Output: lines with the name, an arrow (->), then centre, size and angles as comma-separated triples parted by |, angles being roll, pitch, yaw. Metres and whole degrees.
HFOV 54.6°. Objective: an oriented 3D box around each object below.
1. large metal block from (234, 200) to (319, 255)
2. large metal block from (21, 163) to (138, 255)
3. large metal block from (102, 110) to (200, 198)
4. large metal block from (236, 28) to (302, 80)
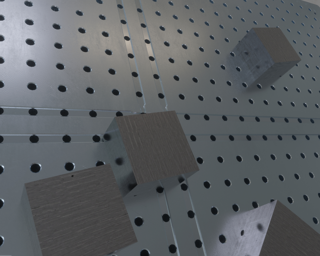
large metal block -> 0.146, 0.150, 0.379 | 0.080, 0.050, 0.080 | 40, 51, -2
large metal block -> -0.079, 0.088, 0.296 | 0.081, 0.050, 0.080 | -11, 67, -33
large metal block -> -0.013, 0.029, 0.367 | 0.081, 0.050, 0.080 | -8, 66, -32
large metal block -> 0.205, -0.142, 0.588 | 0.081, 0.050, 0.080 | -13, 68, -33
